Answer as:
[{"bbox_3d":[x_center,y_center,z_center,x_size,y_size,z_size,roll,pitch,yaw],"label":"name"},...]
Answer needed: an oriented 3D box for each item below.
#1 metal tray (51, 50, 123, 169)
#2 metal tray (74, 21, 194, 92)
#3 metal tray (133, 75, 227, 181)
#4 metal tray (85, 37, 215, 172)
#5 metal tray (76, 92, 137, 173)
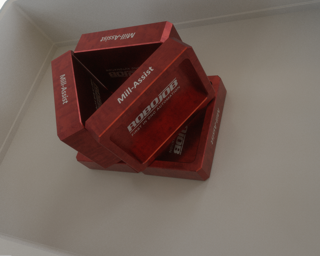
[{"bbox_3d":[-0.089,-0.024,0.384,0.030,0.090,0.130,-28,52,11],"label":"metal tray"},{"bbox_3d":[-0.030,-0.083,0.388,0.130,0.090,0.030,2,63,29],"label":"metal tray"},{"bbox_3d":[0.026,-0.003,0.390,0.090,0.030,0.130,1,61,29],"label":"metal tray"},{"bbox_3d":[-0.005,-0.022,0.338,0.130,0.090,0.030,-46,51,-4],"label":"metal tray"},{"bbox_3d":[-0.054,-0.005,0.434,0.090,0.030,0.130,1,61,28],"label":"metal tray"}]
